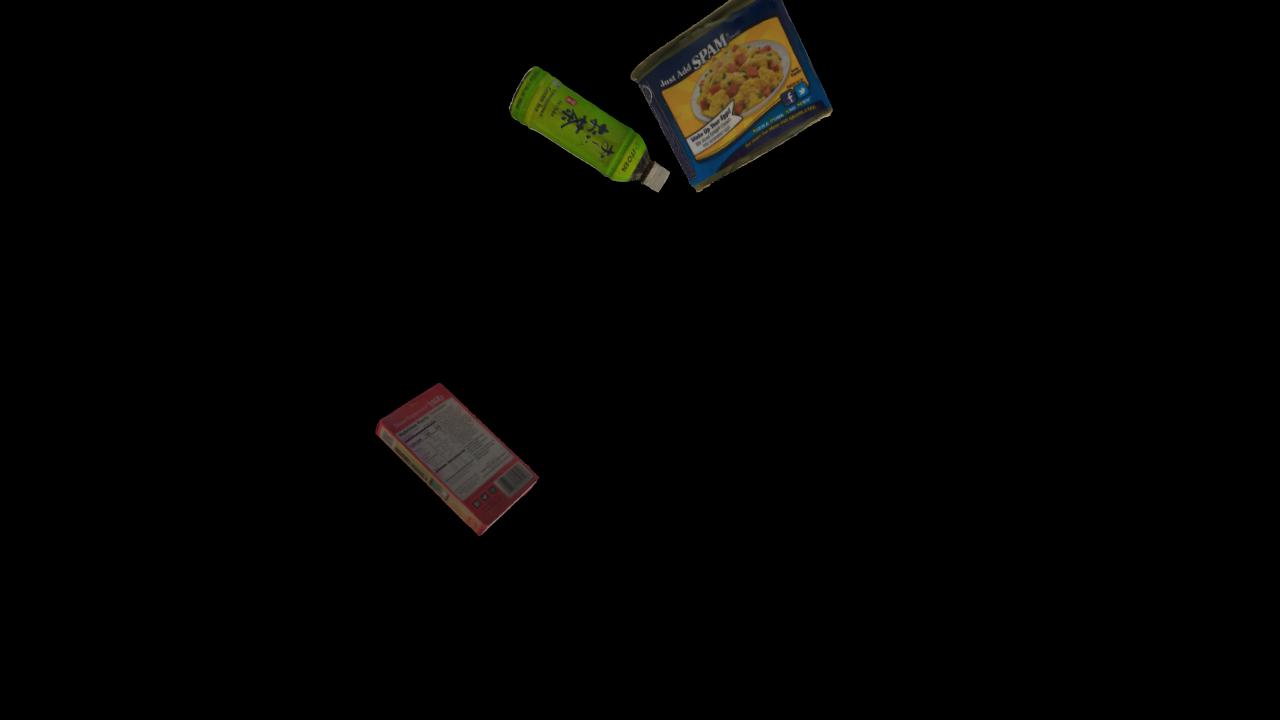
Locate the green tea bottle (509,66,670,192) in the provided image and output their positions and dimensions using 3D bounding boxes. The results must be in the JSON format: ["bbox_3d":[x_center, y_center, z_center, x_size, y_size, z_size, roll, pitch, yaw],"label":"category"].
[{"bbox_3d":[-0.058,-0.283,0.782,0.212,0.073,0.073,31,-7,-11],"label":"green tea bottle"}]

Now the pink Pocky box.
[{"bbox_3d":[-0.190,0.100,0.644,0.084,0.155,0.029,-42,-8,-48],"label":"pink Pocky box"}]

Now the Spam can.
[{"bbox_3d":[0.059,-0.168,0.389,0.101,0.085,0.058,-27,11,21],"label":"Spam can"}]
